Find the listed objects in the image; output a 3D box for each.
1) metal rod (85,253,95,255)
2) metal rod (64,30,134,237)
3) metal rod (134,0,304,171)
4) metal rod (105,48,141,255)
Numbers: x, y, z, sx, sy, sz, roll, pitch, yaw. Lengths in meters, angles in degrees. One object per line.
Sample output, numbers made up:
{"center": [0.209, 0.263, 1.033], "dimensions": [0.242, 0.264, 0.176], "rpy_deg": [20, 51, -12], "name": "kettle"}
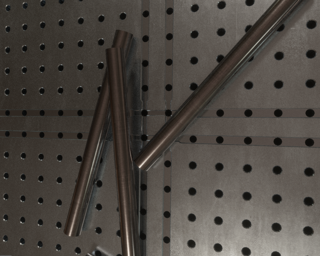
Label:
{"center": [0.021, 0.253, 0.404], "dimensions": [0.301, 0.025, 0.025], "rpy_deg": [25, 98, 17], "name": "metal rod"}
{"center": [-0.089, 0.011, 0.442], "dimensions": [0.025, 0.025, 0.298], "rpy_deg": [18, 96, 19], "name": "metal rod"}
{"center": [0.071, -0.059, 0.387], "dimensions": [0.025, 0.025, 0.299], "rpy_deg": [45, 103, 14], "name": "metal rod"}
{"center": [-0.048, 0.045, 0.415], "dimensions": [0.025, 0.025, 0.298], "rpy_deg": [-3, 94, 19], "name": "metal rod"}
